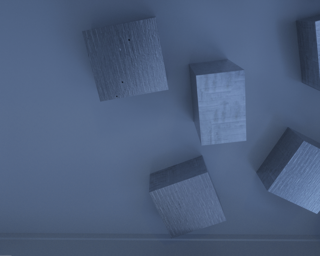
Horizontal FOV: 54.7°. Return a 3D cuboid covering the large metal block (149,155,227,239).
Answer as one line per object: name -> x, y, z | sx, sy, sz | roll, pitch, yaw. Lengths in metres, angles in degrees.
large metal block -> 0.038, 0.096, 0.434 | 0.080, 0.050, 0.080 | -21, 109, 7

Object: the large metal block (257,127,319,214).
large metal block -> 0.194, 0.057, 0.422 | 0.080, 0.050, 0.080 | 26, 108, -10

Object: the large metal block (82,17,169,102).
large metal block -> -0.037, -0.083, 0.367 | 0.080, 0.050, 0.079 | -10, 110, 3

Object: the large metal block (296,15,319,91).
large metal block -> 0.215, -0.096, 0.366 | 0.080, 0.050, 0.080 | -14, 110, 4

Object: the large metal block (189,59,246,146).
large metal block -> 0.067, -0.034, 0.371 | 0.050, 0.080, 0.079 | -6, 110, 2
